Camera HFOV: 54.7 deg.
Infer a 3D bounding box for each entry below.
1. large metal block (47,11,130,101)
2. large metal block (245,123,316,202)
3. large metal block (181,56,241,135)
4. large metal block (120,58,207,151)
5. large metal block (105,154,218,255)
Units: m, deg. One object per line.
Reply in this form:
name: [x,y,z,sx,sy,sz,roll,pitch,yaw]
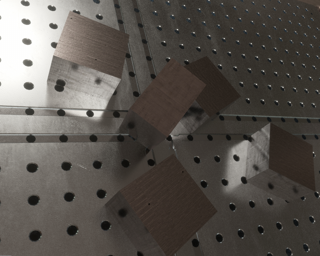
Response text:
large metal block: [-0.091,-0.092,0.400,0.081,0.050,0.080,18,55,-19]
large metal block: [0.177,0.051,0.459,0.080,0.050,0.080,26,52,-12]
large metal block: [0.057,-0.050,0.455,0.081,0.050,0.080,-31,80,-38]
large metal block: [0.001,-0.025,0.377,0.050,0.080,0.080,38,69,-3]
large metal block: [0.001,0.088,0.341,0.081,0.050,0.080,-31,79,-38]
